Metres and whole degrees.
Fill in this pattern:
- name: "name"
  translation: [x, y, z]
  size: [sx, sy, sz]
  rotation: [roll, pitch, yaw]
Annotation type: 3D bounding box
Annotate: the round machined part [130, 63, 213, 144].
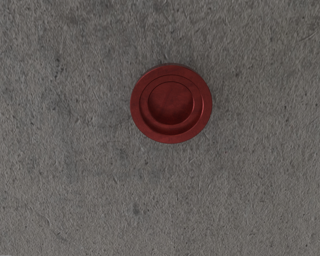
- name: "round machined part"
  translation: [0.014, -0.033, 0.389]
  size: [0.099, 0.042, 0.097]
  rotation: [0, 110, 0]
